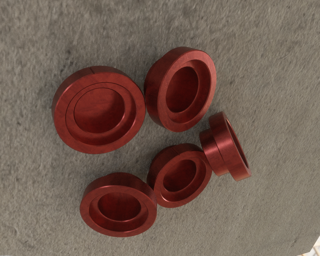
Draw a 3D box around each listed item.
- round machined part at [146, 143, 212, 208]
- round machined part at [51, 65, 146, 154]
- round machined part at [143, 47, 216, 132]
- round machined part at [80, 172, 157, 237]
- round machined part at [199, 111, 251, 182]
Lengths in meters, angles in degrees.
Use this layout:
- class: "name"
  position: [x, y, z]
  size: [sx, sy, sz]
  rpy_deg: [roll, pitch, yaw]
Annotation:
- class: "round machined part"
  position: [0.024, 0.064, 0.448]
  size: [0.099, 0.042, 0.097]
  rpy_deg: [-16, 125, -24]
- class: "round machined part"
  position: [-0.069, -0.023, 0.344]
  size: [0.099, 0.042, 0.097]
  rpy_deg: [-13, 124, -20]
- class: "round machined part"
  position: [0.019, -0.047, 0.367]
  size: [0.099, 0.042, 0.097]
  rpy_deg: [-24, 126, -37]
- class: "round machined part"
  position: [-0.053, 0.098, 0.413]
  size: [0.099, 0.042, 0.097]
  rpy_deg: [0, 124, 1]
- class: "round machined part"
  position: [0.088, 0.029, 0.434]
  size: [0.042, 0.098, 0.098]
  rpy_deg: [-25, 131, 16]
